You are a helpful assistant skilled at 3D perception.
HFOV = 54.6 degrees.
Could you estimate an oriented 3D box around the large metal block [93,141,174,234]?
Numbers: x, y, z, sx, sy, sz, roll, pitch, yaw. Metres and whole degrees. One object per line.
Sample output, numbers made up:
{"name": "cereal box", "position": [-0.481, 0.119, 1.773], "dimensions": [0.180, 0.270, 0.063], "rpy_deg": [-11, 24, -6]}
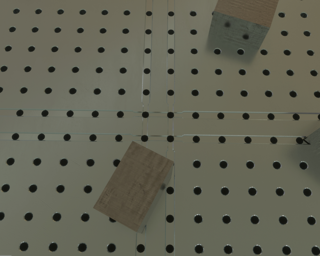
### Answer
{"name": "large metal block", "position": [-0.026, 0.071, 0.356], "dimensions": [0.050, 0.080, 0.080], "rpy_deg": [26, 72, 9]}

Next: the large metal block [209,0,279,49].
{"name": "large metal block", "position": [0.127, -0.177, 0.464], "dimensions": [0.080, 0.050, 0.080], "rpy_deg": [20, 71, 7]}

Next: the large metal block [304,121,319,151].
{"name": "large metal block", "position": [0.241, 0.011, 0.380], "dimensions": [0.080, 0.080, 0.050], "rpy_deg": [42, 76, 14]}
